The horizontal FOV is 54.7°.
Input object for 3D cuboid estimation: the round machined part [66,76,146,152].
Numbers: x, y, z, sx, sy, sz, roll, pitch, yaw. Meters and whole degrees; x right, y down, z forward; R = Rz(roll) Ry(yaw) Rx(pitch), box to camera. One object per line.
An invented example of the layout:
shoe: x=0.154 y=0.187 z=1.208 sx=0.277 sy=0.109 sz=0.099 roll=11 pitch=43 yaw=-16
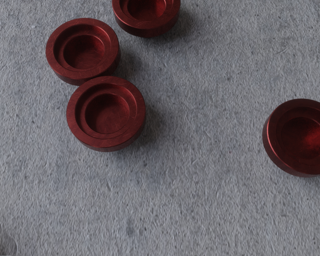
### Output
round machined part: x=-0.067 y=-0.015 z=0.404 sx=0.099 sy=0.042 sz=0.098 roll=0 pitch=70 yaw=0

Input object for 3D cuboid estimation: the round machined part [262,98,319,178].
round machined part: x=0.179 y=0.015 z=0.395 sx=0.099 sy=0.042 sz=0.098 roll=0 pitch=70 yaw=0

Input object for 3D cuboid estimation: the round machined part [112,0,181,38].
round machined part: x=-0.020 y=-0.176 z=0.463 sx=0.099 sy=0.042 sz=0.098 roll=0 pitch=70 yaw=0

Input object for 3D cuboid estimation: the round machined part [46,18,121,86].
round machined part: x=-0.104 y=-0.102 z=0.435 sx=0.099 sy=0.042 sz=0.098 roll=0 pitch=70 yaw=0
